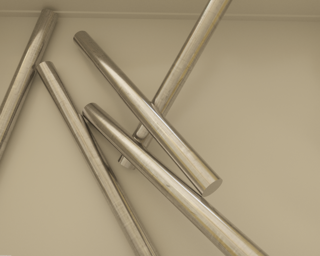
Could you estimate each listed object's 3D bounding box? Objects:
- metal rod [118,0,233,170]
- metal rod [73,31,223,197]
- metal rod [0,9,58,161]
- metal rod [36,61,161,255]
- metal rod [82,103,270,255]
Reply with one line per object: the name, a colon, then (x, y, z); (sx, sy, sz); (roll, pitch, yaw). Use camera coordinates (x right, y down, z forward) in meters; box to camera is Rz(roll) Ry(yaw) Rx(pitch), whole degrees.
metal rod: (0.032, -0.082, 0.379); (0.025, 0.025, 0.299); (31, 96, 10)
metal rod: (-0.033, -0.037, 0.378); (0.025, 0.025, 0.300); (-34, 57, -12)
metal rod: (-0.199, -0.035, 0.419); (0.025, 0.025, 0.299); (12, 70, 4)
metal rod: (-0.086, 0.034, 0.395); (0.025, 0.025, 0.299); (-29, 73, -10)
metal rod: (0.000, 0.050, 0.328); (0.025, 0.025, 0.300); (-41, 52, -14)
